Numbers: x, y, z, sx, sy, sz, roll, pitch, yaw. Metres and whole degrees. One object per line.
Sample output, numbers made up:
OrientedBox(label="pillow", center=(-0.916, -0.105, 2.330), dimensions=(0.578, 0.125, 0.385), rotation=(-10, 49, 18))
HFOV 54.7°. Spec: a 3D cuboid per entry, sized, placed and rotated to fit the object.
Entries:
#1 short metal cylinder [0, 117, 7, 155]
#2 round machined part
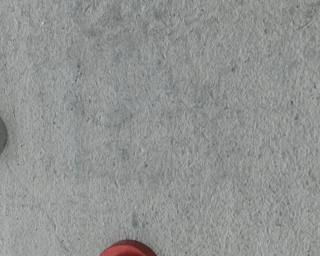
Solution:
OrientedBox(label="short metal cylinder", center=(-0.298, 0.013, 0.501), dimensions=(0.080, 0.050, 0.080), rotation=(0, 90, 20))
OrientedBox(label="round machined part", center=(-0.046, 0.206, 0.416), dimensions=(0.098, 0.042, 0.097), rotation=(0, 90, 20))
